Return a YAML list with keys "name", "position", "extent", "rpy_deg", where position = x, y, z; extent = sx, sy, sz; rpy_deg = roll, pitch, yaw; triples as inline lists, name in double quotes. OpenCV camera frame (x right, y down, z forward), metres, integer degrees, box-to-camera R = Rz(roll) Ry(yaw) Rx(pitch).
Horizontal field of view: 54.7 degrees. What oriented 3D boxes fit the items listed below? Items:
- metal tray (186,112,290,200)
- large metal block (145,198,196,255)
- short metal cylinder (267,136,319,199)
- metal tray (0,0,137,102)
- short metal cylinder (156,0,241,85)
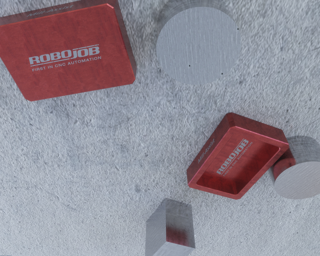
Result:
- name: "metal tray"
  position: [0.106, 0.045, 0.443]
  extent: [0.091, 0.030, 0.129]
  rpy_deg: [17, 128, -15]
- name: "large metal block"
  position: [0.015, 0.179, 0.524]
  extent: [0.050, 0.080, 0.079]
  rpy_deg: [20, 127, -16]
- name: "short metal cylinder"
  position: [0.197, 0.057, 0.441]
  extent: [0.081, 0.050, 0.079]
  rpy_deg: [0, 130, 0]
- name: "metal tray"
  position: [-0.099, -0.082, 0.333]
  extent: [0.131, 0.030, 0.090]
  rpy_deg: [-9, 130, 7]
- name: "short metal cylinder"
  position: [0.037, -0.091, 0.313]
  extent: [0.081, 0.050, 0.079]
  rpy_deg: [0, 130, 0]
